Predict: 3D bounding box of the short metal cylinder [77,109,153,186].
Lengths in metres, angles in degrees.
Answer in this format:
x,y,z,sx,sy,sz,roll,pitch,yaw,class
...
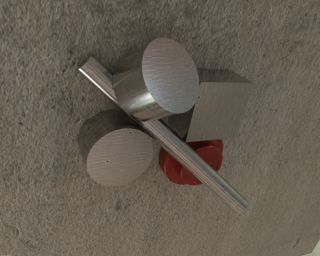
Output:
x,y,z,sx,sy,sz,roll,pitch,yaw,class
-0.055,0.023,0.378,0.081,0.050,0.079,-14,124,-21,short metal cylinder

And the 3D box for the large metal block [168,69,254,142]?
x,y,z,sx,sy,sz,roll,pitch,yaw,class
0.064,-0.031,0.406,0.081,0.050,0.079,-3,120,-27,large metal block

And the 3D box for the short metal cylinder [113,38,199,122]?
x,y,z,sx,sy,sz,roll,pitch,yaw,class
-0.003,-0.050,0.335,0.081,0.050,0.080,11,74,-40,short metal cylinder

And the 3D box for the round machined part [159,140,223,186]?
x,y,z,sx,sy,sz,roll,pitch,yaw,class
0.051,0.045,0.452,0.099,0.042,0.097,-14,124,-21,round machined part

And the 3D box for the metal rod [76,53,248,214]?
x,y,z,sx,sy,sz,roll,pitch,yaw,class
0.020,0.023,0.389,0.025,0.025,0.300,-45,116,3,metal rod
